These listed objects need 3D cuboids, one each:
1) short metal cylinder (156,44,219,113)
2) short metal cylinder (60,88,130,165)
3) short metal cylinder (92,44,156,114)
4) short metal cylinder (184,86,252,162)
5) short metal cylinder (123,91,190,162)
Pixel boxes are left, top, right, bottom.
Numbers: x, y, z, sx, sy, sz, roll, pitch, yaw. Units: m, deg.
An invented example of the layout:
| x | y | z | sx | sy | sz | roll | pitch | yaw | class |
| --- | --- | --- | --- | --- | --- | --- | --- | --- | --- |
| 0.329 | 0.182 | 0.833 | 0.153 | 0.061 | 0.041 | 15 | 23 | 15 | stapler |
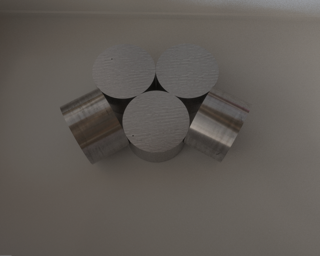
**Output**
| x | y | z | sx | sy | sz | roll | pitch | yaw | class |
| --- | --- | --- | --- | --- | --- | --- | --- | --- | --- |
| 0.035 | -0.066 | 0.419 | 0.081 | 0.050 | 0.080 | 0 | 70 | 0 | short metal cylinder |
| -0.079 | -0.002 | 0.379 | 0.050 | 0.080 | 0.080 | -29 | 73 | -10 | short metal cylinder |
| -0.046 | -0.065 | 0.418 | 0.081 | 0.050 | 0.080 | 0 | 70 | 0 | short metal cylinder |
| 0.070 | -0.005 | 0.381 | 0.050 | 0.080 | 0.080 | 28 | 73 | 10 | short metal cylinder |
| -0.005 | -0.001 | 0.395 | 0.081 | 0.050 | 0.080 | 0 | 70 | 0 | short metal cylinder |
